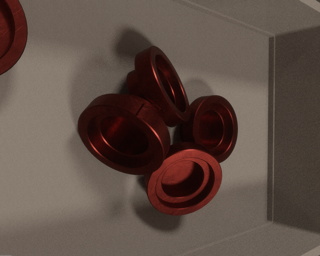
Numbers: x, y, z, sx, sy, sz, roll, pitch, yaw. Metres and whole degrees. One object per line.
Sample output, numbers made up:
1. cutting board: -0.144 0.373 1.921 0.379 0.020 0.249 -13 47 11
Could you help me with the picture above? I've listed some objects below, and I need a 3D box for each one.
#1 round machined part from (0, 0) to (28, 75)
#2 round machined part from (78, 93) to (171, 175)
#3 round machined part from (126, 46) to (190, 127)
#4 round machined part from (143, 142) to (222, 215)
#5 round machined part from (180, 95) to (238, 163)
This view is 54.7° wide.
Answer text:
1. round machined part: -0.167 -0.084 0.256 0.099 0.042 0.097 0 90 -40
2. round machined part: -0.035 0.002 0.335 0.098 0.098 0.042 56 40 -26
3. round machined part: -0.004 -0.045 0.374 0.098 0.042 0.098 52 25 -35
4. round machined part: 0.026 0.061 0.401 0.099 0.042 0.097 -7 116 -14
5. round machined part: 0.068 0.002 0.455 0.099 0.042 0.097 0 90 -40
